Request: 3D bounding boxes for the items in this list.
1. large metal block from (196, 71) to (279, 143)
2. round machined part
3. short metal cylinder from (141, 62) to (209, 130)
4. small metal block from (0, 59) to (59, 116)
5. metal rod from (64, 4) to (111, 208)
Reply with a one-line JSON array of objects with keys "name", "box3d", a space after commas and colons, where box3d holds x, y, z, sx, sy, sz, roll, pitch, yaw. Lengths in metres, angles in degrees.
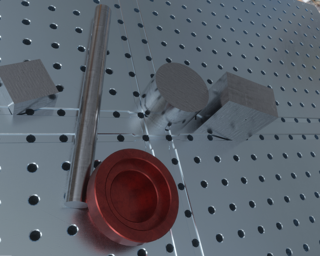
[{"name": "large metal block", "box3d": [0.108, -0.027, 0.450, 0.081, 0.080, 0.050, 16, 55, -20]}, {"name": "round machined part", "box3d": [-0.032, 0.075, 0.330, 0.099, 0.042, 0.098, 19, 53, -27]}, {"name": "short metal cylinder", "box3d": [0.020, -0.044, 0.431, 0.081, 0.050, 0.080, 14, 56, -21]}, {"name": "small metal block", "box3d": [-0.153, -0.048, 0.356, 0.050, 0.025, 0.050, -23, 74, -36]}, {"name": "metal rod", "box3d": [-0.085, -0.050, 0.393, 0.025, 0.025, 0.299, 13, 56, -21]}]
